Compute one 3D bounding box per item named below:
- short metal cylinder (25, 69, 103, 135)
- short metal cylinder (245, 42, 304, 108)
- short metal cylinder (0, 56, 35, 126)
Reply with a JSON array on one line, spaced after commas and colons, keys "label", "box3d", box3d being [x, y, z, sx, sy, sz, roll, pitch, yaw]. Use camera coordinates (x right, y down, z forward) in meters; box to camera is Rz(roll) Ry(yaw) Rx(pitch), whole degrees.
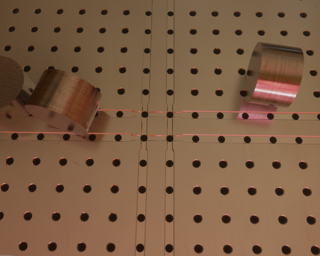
[{"label": "short metal cylinder", "box3d": [-0.120, -0.031, 0.393, 0.080, 0.080, 0.050, 18, 71, 6]}, {"label": "short metal cylinder", "box3d": [0.147, -0.069, 0.409, 0.050, 0.080, 0.080, 9, 70, 3]}, {"label": "short metal cylinder", "box3d": [-0.213, -0.049, 0.415, 0.081, 0.050, 0.080, 0, 70, 0]}]
